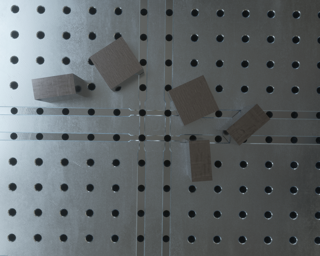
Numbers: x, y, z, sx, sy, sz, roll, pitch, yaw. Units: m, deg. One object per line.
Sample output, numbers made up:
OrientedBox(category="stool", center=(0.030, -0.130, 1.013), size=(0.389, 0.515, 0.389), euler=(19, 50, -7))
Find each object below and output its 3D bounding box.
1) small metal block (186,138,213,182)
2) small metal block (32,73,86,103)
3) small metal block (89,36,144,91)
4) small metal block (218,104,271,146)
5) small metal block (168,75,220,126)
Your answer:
OrientedBox(category="small metal block", center=(0.049, 0.040, 0.402), size=(0.025, 0.050, 0.050), euler=(-4, 90, 0))
OrientedBox(category="small metal block", center=(-0.129, -0.050, 0.399), size=(0.050, 0.050, 0.025), euler=(-9, 90, 0))
OrientedBox(category="small metal block", center=(-0.057, -0.084, 0.413), size=(0.050, 0.025, 0.050), euler=(-33, 90, 0))
OrientedBox(category="small metal block", center=(0.108, -0.004, 0.402), size=(0.050, 0.050, 0.025), euler=(-41, 90, 0))
OrientedBox(category="small metal block", center=(0.044, -0.036, 0.414), size=(0.050, 0.025, 0.050), euler=(-25, 90, -1))
